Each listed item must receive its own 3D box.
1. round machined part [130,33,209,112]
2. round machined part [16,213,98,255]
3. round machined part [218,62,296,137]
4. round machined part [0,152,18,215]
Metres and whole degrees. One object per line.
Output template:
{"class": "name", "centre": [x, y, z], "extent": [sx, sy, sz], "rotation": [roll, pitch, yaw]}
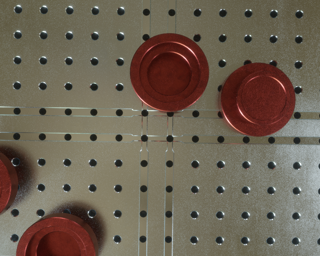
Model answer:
{"class": "round machined part", "centre": [0.012, -0.069, 0.405], "extent": [0.099, 0.042, 0.097], "rotation": [0, 90, 0]}
{"class": "round machined part", "centre": [-0.129, 0.159, 0.404], "extent": [0.099, 0.042, 0.097], "rotation": [0, 90, 0]}
{"class": "round machined part", "centre": [0.129, -0.037, 0.406], "extent": [0.099, 0.042, 0.097], "rotation": [0, 90, 0]}
{"class": "round machined part", "centre": [-0.233, 0.072, 0.404], "extent": [0.099, 0.042, 0.097], "rotation": [0, 90, 0]}
